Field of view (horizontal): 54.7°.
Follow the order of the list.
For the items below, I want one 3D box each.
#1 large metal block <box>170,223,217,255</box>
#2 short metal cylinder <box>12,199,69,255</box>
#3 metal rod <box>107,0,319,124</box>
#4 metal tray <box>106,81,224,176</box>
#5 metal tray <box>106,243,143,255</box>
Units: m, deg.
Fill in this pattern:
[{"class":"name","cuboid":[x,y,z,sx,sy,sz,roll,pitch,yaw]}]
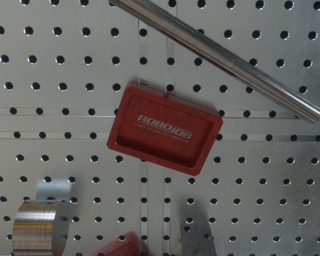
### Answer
[{"class":"large metal block","cuboid":[0.046,0.204,0.460,0.050,0.080,0.079,12,110,-4]},{"class":"short metal cylinder","cuboid":[-0.164,0.141,0.435,0.050,0.080,0.079,1,110,-1]},{"class":"metal rod","cuboid":[0.074,-0.087,0.381,0.301,0.025,0.025,29,108,-10]},{"class":"metal tray","cuboid":[0.005,0.002,0.411,0.131,0.030,0.089,19,109,-7]},{"class":"metal tray","cuboid":[-0.075,0.254,0.503,0.130,0.030,0.090,-32,107,11]}]
